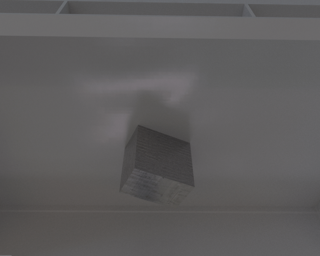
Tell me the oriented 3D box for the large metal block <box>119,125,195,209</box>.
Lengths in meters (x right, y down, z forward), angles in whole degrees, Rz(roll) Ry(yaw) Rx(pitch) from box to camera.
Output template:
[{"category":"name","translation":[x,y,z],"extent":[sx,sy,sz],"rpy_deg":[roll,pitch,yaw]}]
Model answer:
[{"category":"large metal block","translation":[-0.004,0.051,0.416],"extent":[0.080,0.080,0.050],"rpy_deg":[20,127,-16]}]
